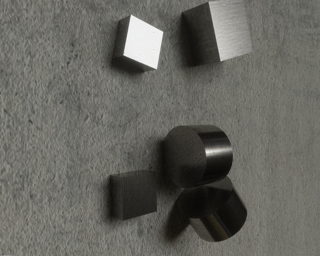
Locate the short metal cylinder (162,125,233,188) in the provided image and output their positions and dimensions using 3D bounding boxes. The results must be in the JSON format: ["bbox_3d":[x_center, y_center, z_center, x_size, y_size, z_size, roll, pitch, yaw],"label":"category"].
[{"bbox_3d":[0.048,0.036,0.409,0.050,0.080,0.079,-2,92,-40],"label":"short metal cylinder"}]

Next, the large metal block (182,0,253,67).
[{"bbox_3d":[0.087,-0.142,0.461,0.081,0.050,0.080,-24,105,-38],"label":"large metal block"}]

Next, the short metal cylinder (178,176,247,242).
[{"bbox_3d":[0.073,0.109,0.430,0.080,0.080,0.050,-48,119,-29],"label":"short metal cylinder"}]

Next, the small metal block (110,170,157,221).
[{"bbox_3d":[-0.032,0.080,0.378,0.050,0.025,0.050,-3,92,-40],"label":"small metal block"}]

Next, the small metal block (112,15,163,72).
[{"bbox_3d":[-0.027,-0.102,0.382,0.050,0.025,0.050,15,80,-39],"label":"small metal block"}]
